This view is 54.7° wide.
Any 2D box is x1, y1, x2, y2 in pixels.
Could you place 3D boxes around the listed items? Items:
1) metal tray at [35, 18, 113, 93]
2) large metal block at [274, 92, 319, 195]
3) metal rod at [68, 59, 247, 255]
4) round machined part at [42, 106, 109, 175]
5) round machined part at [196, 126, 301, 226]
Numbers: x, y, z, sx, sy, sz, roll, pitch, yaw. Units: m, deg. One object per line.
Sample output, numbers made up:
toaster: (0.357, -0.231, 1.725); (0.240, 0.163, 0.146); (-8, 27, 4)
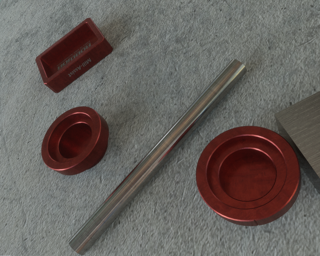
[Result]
metal tray: (-0.158, -0.133, 0.562); (0.130, 0.030, 0.090); (-36, 51, 3)
large metal block: (0.169, 0.009, 0.294); (0.080, 0.050, 0.080); (-28, 52, 10)
metal rod: (0.001, 0.031, 0.382); (0.300, 0.025, 0.025); (-48, 52, -6)
round machined part: (-0.114, 0.021, 0.438); (0.098, 0.042, 0.098); (-13, 56, 20)
round machined part: (0.090, 0.050, 0.314); (0.098, 0.042, 0.098); (-13, 56, 20)
